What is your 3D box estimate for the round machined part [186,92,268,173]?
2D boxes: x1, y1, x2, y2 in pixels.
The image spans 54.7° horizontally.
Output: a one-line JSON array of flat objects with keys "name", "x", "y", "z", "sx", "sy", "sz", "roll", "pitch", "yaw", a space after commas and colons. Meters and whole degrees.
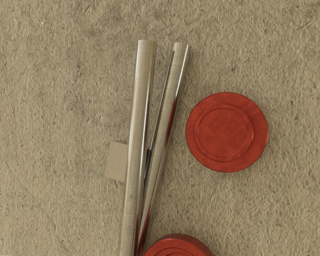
[{"name": "round machined part", "x": 0.078, "y": 0.005, "z": 0.372, "sx": 0.098, "sy": 0.042, "sz": 0.097, "roll": 0, "pitch": 90, "yaw": 20}]

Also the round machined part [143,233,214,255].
[{"name": "round machined part", "x": 0.027, "y": 0.181, "z": 0.390, "sx": 0.098, "sy": 0.042, "sz": 0.097, "roll": 0, "pitch": 90, "yaw": 20}]

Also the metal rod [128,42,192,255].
[{"name": "metal rod", "x": -0.004, "y": 0.038, "z": 0.410, "sx": 0.025, "sy": 0.025, "sz": 0.298, "roll": 14, "pitch": 95, "yaw": 19}]

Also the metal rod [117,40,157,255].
[{"name": "metal rod", "x": -0.030, "y": 0.041, "z": 0.393, "sx": 0.025, "sy": 0.025, "sz": 0.298, "roll": 6, "pitch": 91, "yaw": 20}]

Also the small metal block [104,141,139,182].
[{"name": "small metal block", "x": -0.044, "y": 0.047, "z": 0.424, "sx": 0.050, "sy": 0.025, "sz": 0.050, "roll": 13, "pitch": 94, "yaw": 19}]
